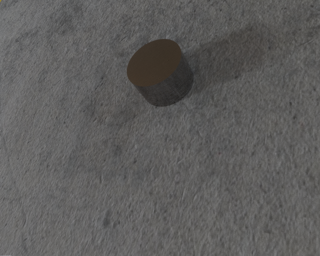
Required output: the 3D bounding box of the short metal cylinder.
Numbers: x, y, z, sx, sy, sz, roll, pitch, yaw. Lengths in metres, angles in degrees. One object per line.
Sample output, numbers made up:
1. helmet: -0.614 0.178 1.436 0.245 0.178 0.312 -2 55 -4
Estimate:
1. short metal cylinder: 0.001 -0.077 0.433 0.080 0.050 0.080 -13 56 20
